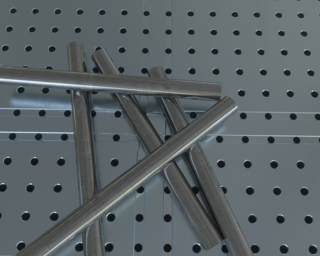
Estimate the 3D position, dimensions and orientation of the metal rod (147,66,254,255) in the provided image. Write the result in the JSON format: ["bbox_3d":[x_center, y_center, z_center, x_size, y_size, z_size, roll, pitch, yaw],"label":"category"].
[{"bbox_3d":[0.051,0.049,0.394,0.025,0.025,0.299,-21,72,-8],"label":"metal rod"}]

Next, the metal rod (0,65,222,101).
[{"bbox_3d":[-0.072,-0.059,0.406,0.302,0.025,0.025,5,70,1],"label":"metal rod"}]

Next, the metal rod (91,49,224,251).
[{"bbox_3d":[-0.012,0.015,0.405,0.025,0.025,0.299,-29,73,-10],"label":"metal rod"}]

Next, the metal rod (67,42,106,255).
[{"bbox_3d":[-0.098,0.019,0.403,0.025,0.025,0.299,-9,70,-4],"label":"metal rod"}]

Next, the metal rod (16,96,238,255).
[{"bbox_3d":[-0.027,0.056,0.364,0.301,0.025,0.025,-36,74,-13],"label":"metal rod"}]
